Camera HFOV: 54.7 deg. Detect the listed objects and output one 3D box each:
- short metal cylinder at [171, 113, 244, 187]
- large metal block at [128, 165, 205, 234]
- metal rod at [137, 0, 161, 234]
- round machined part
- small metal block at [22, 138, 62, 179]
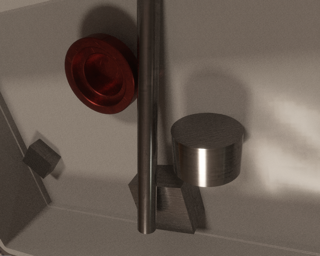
[{"bbox_3d":[0.054,0.023,0.358,0.080,0.080,0.050,9,122,23],"label":"short metal cylinder"},{"bbox_3d":[0.011,0.101,0.447,0.080,0.050,0.080,-2,118,29],"label":"large metal block"},{"bbox_3d":[-0.015,-0.005,0.372,0.025,0.025,0.298,9,110,23],"label":"metal rod"},{"bbox_3d":[-0.066,-0.070,0.388,0.098,0.042,0.097,13,124,20],"label":"round machined part"},{"bbox_3d":[-0.211,0.055,0.551,0.050,0.025,0.050,41,129,-1],"label":"small metal block"}]
